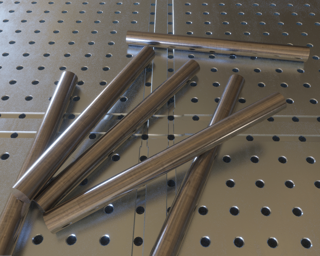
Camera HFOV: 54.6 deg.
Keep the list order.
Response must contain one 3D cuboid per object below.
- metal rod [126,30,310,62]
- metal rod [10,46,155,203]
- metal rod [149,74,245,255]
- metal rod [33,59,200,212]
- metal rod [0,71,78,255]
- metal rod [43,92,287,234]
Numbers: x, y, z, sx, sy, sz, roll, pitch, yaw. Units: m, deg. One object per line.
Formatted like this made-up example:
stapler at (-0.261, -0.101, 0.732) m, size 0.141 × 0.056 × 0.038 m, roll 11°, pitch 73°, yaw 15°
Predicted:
metal rod at (0.093, -0.140, 0.525) m, size 0.301 × 0.025 × 0.025 m, roll 7°, pitch 50°, yaw 6°
metal rod at (-0.081, -0.027, 0.415) m, size 0.025 × 0.025 × 0.301 m, roll 19°, pitch 48°, yaw 15°
metal rod at (0.055, 0.034, 0.379) m, size 0.025 × 0.025 × 0.301 m, roll 19°, pitch 52°, yaw 15°
metal rod at (-0.039, -0.006, 0.412) m, size 0.025 × 0.025 × 0.301 m, roll 31°, pitch 56°, yaw 23°
metal rod at (-0.149, 0.038, 0.375) m, size 0.025 × 0.025 × 0.300 m, roll 4°, pitch 50°, yaw 3°
metal rod at (0.016, 0.033, 0.354) m, size 0.301 × 0.025 × 0.025 m, roll -27°, pitch 55°, yaw -11°
